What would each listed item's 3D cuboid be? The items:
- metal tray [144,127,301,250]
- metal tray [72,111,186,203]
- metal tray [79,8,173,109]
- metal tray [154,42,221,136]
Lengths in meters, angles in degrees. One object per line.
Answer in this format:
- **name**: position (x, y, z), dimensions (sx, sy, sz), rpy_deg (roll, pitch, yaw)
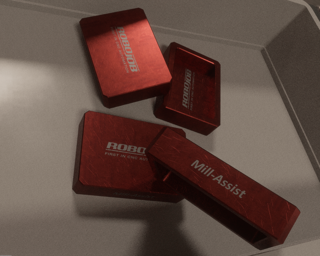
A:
- **metal tray**: position (0.051, 0.059, 0.289), dimensions (0.130, 0.090, 0.030), rpy_deg (32, 73, 19)
- **metal tray**: position (-0.030, 0.036, 0.365), dimensions (0.131, 0.030, 0.090), rpy_deg (11, 57, -23)
- **metal tray**: position (-0.047, -0.097, 0.417), dimensions (0.091, 0.030, 0.130), rpy_deg (-16, 68, -12)
- **metal tray**: position (0.045, -0.061, 0.465), dimensions (0.091, 0.030, 0.130), rpy_deg (20, 54, -17)
